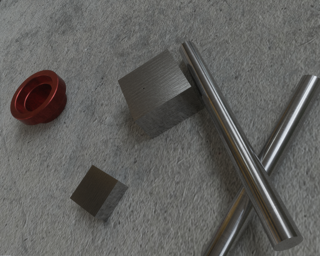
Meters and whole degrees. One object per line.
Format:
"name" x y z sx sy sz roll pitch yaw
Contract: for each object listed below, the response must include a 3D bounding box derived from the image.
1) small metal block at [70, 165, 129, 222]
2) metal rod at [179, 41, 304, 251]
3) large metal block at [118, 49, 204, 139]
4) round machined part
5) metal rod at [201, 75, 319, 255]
"small metal block" -0.077 0.082 0.392 0.050 0.025 0.050 23 74 36
"metal rod" 0.071 -0.012 0.350 0.025 0.025 0.300 -27 46 11
"large metal block" 0.000 -0.045 0.415 0.080 0.050 0.080 -31 52 8
"round machined part" -0.198 -0.047 0.523 0.098 0.042 0.098 -13 56 20
"metal rod" 0.089 0.070 0.313 0.025 0.025 0.300 24 74 36
